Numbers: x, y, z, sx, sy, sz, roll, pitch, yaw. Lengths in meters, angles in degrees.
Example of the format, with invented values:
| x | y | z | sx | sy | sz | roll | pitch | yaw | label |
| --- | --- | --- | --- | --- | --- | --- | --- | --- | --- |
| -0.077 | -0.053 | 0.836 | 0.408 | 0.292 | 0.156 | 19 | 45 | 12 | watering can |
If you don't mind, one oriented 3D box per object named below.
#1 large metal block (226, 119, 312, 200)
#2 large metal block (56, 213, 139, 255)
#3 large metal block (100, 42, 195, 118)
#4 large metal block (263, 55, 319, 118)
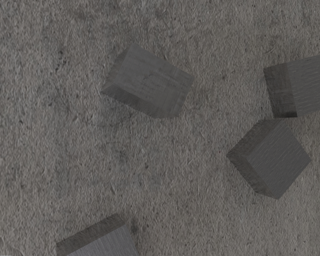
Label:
| x | y | z | sx | sy | sz | roll | pitch | yaw | label |
| --- | --- | --- | --- | --- | --- | --- | --- | --- | --- |
| 0.159 | 0.044 | 0.454 | 0.080 | 0.050 | 0.080 | -44 | 104 | -15 | large metal block |
| -0.068 | 0.162 | 0.371 | 0.081 | 0.050 | 0.080 | -24 | 98 | -19 | large metal block |
| -0.018 | -0.052 | 0.373 | 0.080 | 0.080 | 0.050 | 26 | 82 | -18 | large metal block |
| 0.215 | -0.064 | 0.475 | 0.081 | 0.050 | 0.080 | -15 | 95 | -19 | large metal block |
